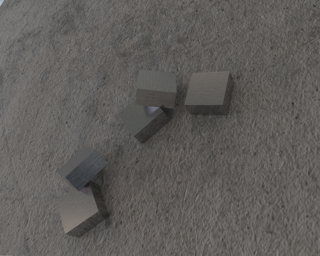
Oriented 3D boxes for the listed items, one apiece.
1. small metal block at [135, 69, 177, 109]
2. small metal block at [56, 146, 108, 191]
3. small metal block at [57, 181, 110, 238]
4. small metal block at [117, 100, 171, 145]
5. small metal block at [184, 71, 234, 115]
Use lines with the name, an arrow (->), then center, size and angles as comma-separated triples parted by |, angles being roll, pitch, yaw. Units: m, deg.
small metal block -> -0.005, -0.053, 0.416 | 0.050, 0.025, 0.050 | 6, 39, -5
small metal block -> -0.103, 0.052, 0.406 | 0.050, 0.025, 0.050 | -45, 21, -22
small metal block -> -0.098, 0.102, 0.393 | 0.050, 0.025, 0.050 | -35, 51, 5
small metal block -> -0.022, -0.014, 0.425 | 0.050, 0.025, 0.050 | -41, 51, 0
small metal block -> 0.064, -0.044, 0.397 | 0.050, 0.025, 0.050 | 2, 63, 29
